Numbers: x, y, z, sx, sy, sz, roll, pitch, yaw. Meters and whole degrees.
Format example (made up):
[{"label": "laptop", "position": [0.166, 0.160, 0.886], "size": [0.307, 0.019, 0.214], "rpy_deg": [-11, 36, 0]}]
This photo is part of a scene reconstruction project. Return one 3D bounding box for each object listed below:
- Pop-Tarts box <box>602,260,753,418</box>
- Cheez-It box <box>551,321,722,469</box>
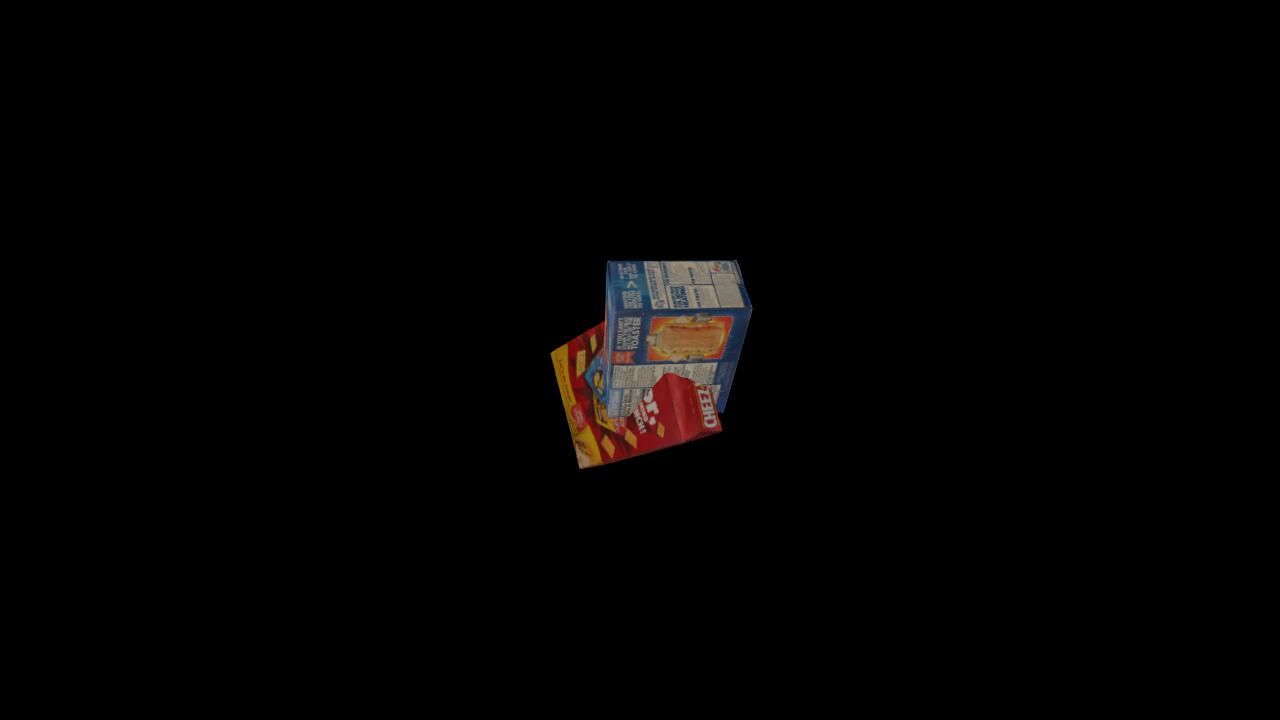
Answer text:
[{"label": "Pop-Tarts box", "position": [0.032, -0.021, 0.678], "size": [0.141, 0.083, 0.167], "rpy_deg": [-2, -43, -8]}, {"label": "Cheez-It box", "position": [-0.014, 0.034, 0.755], "size": [0.071, 0.166, 0.223], "rpy_deg": [-8, -12, -39]}]
